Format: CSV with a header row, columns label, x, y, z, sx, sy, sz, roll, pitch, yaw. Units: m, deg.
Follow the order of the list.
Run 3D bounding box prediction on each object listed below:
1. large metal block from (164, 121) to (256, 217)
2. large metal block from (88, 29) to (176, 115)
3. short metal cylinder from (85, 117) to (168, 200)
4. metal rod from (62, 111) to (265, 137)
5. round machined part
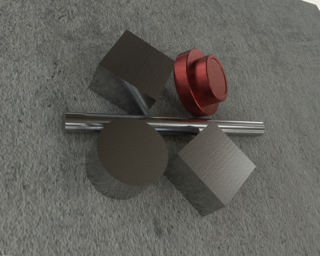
label,x,y,z,sx,sy,sz,roll,pitch,yaw
large metal block,0.061,0.051,0.393,0.080,0.050,0.080,48,51,5
large metal block,-0.035,-0.071,0.412,0.080,0.050,0.080,32,51,-8
short metal cylinder,-0.038,0.035,0.348,0.081,0.050,0.080,14,56,-21
metal rod,0.024,-0.003,0.423,0.303,0.025,0.025,2,61,-28
round machined part,0.064,-0.066,0.441,0.098,0.042,0.098,25,59,-50
